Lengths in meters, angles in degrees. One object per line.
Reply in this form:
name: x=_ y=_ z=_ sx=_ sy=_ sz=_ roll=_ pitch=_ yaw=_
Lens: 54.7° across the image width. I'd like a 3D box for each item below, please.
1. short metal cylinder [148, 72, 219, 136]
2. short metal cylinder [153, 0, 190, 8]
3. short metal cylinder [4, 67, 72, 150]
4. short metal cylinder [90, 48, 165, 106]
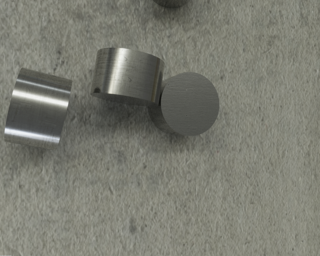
short metal cylinder: x=0.030 y=-0.030 z=0.408 sx=0.081 sy=0.050 sz=0.079 roll=0 pitch=90 yaw=-21
short metal cylinder: x=0.021 y=-0.205 z=0.404 sx=0.081 sy=0.050 sz=0.079 roll=0 pitch=90 yaw=-21
short metal cylinder: x=-0.129 y=-0.019 z=0.332 sx=0.050 sy=0.080 sz=0.080 roll=13 pitch=86 yaw=-20
short metal cylinder: x=-0.038 y=-0.057 z=0.367 sx=0.081 sy=0.080 sz=0.050 roll=9 pitch=87 yaw=-20
